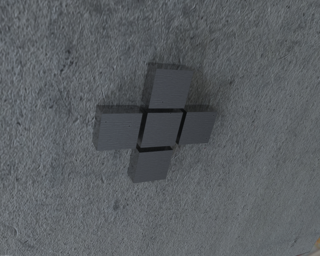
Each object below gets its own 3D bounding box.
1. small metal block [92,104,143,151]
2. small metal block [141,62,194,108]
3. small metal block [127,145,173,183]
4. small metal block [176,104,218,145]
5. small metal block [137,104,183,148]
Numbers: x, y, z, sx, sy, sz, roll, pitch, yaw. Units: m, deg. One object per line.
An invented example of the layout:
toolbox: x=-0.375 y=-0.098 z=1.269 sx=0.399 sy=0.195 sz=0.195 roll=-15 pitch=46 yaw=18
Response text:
small metal block: x=-0.053 y=-0.001 z=0.380 sx=0.050 sy=0.025 sz=0.050 roll=-2 pitch=119 yaw=-28
small metal block: x=0.008 y=-0.052 z=0.382 sx=0.050 sy=0.025 sz=0.050 roll=-2 pitch=119 yaw=-28
small metal block: x=-0.014 y=0.047 z=0.431 sx=0.050 sy=0.025 sz=0.050 roll=-2 pitch=120 yaw=-28
small metal block: x=0.047 y=-0.005 z=0.433 sx=0.050 sy=0.025 sz=0.050 roll=-2 pitch=119 yaw=-28
small metal block: x=-0.003 y=-0.003 z=0.407 sx=0.050 sy=0.025 sz=0.050 roll=-2 pitch=119 yaw=-28
